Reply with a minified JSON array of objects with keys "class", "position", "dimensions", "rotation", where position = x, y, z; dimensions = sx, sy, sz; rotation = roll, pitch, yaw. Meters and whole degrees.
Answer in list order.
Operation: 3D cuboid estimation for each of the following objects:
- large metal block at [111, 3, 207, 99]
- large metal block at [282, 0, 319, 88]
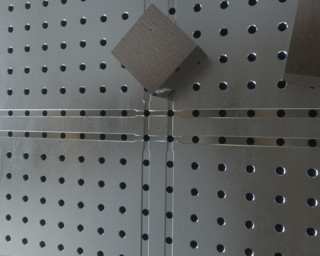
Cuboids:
[{"class":"large metal block","position":[-0.001,-0.096,0.400],"dimensions":[0.080,0.050,0.080],"rotation":[-47,76,14]},{"class":"large metal block","position":[0.164,-0.088,0.325],"dimensions":[0.050,0.080,0.080],"rotation":[11,94,20]}]
